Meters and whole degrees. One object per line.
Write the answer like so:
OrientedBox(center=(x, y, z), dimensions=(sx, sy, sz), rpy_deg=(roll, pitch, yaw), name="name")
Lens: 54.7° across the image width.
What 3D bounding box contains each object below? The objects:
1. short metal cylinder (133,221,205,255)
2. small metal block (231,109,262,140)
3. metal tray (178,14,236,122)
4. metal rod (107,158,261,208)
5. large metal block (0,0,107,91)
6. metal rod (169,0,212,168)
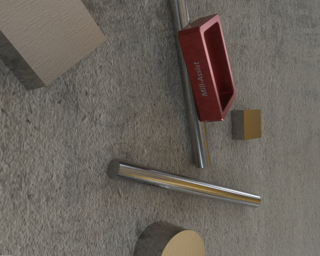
OrientedBox(center=(0.013, 0.167, 0.402), dimensions=(0.081, 0.050, 0.079), rpy_deg=(0, 90, -40), name="short metal cylinder")
OrientedBox(center=(0.149, -0.006, 0.533), dimensions=(0.050, 0.025, 0.050), rpy_deg=(-5, 93, -40), name="small metal block")
OrientedBox(center=(0.071, -0.084, 0.436), dimensions=(0.090, 0.030, 0.129), rpy_deg=(-50, 128, -51), name="metal tray")
OrientedBox(center=(0.057, 0.088, 0.454), dimensions=(0.302, 0.025, 0.025), rpy_deg=(20, 77, -38), name="metal rod")
OrientedBox(center=(-0.113, -0.093, 0.294), dimensions=(0.080, 0.050, 0.080), rpy_deg=(-49, 119, -29), name="large metal block")
OrientedBox(center=(0.039, -0.090, 0.439), dimensions=(0.025, 0.025, 0.298), rpy_deg=(-17, 101, -39), name="metal rod")
